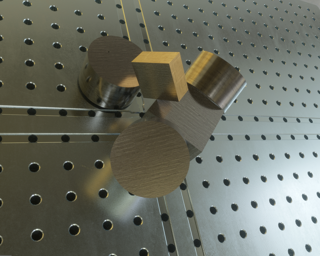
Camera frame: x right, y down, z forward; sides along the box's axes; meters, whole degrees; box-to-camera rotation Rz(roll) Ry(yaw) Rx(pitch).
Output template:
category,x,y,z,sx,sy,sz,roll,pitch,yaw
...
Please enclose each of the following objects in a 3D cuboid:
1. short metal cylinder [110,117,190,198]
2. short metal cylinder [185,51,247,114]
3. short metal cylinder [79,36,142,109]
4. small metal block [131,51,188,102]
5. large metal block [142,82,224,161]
category,x,y,z,sx,sy,sz,roll,pitch,yaw
short metal cylinder,-0.009,0.029,0.338,0.080,0.050,0.079,0,97,1
short metal cylinder,0.073,-0.063,0.437,0.080,0.080,0.050,37,90,-4
short metal cylinder,-0.059,-0.071,0.400,0.081,0.050,0.080,14,56,-21
small metal block,0.001,-0.060,0.361,0.050,0.050,0.025,10,45,31
large metal block,0.025,-0.010,0.404,0.080,0.050,0.080,38,51,-3
